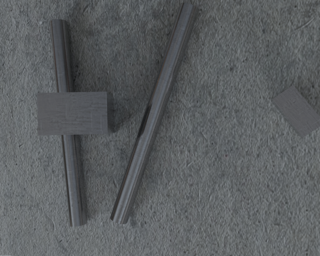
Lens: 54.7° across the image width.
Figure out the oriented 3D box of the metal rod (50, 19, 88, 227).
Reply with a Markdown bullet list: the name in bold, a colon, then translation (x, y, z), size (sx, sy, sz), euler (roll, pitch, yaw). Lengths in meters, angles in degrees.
- **metal rod**: translation (-0.134, -0.009, 0.454), size (0.025, 0.025, 0.298), euler (-7, 88, 19)

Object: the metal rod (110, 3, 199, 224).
- **metal rod**: translation (-0.009, -0.014, 0.411), size (0.025, 0.025, 0.298), euler (21, 97, 18)

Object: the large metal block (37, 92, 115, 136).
- **large metal block**: translation (-0.104, -0.017, 0.402), size (0.081, 0.080, 0.050), euler (-2, 90, -3)

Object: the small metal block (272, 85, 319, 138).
- **small metal block**: translation (0.151, -0.018, 0.343), size (0.025, 0.050, 0.050), euler (-38, 78, 16)
